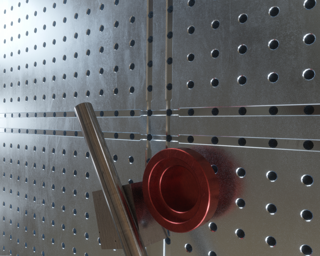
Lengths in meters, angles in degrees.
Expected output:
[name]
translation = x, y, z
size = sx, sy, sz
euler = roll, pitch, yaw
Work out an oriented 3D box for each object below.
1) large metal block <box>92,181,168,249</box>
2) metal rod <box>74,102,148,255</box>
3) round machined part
[large metal block]
translation = -0.043, 0.119, 0.429
size = 0.080, 0.050, 0.080
euler = -19, 78, 38
[metal rod]
translation = -0.050, 0.100, 0.385
size = 0.025, 0.025, 0.299
euler = -37, 68, 34
[round machined part]
translation = 0.029, 0.072, 0.375
size = 0.098, 0.042, 0.097
euler = 0, 90, 40
